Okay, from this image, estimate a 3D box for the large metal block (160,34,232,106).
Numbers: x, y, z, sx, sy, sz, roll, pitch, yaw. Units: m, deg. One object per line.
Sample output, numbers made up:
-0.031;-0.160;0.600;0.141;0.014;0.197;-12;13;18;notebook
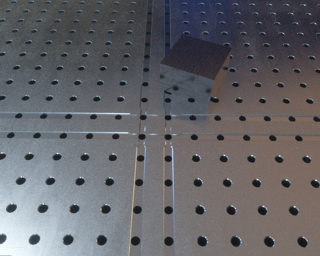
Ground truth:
0.054;-0.089;0.467;0.080;0.050;0.080;21;53;16;large metal block
